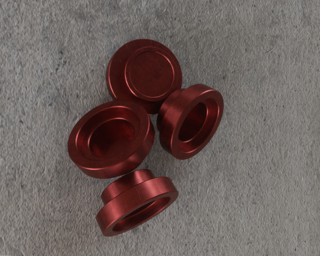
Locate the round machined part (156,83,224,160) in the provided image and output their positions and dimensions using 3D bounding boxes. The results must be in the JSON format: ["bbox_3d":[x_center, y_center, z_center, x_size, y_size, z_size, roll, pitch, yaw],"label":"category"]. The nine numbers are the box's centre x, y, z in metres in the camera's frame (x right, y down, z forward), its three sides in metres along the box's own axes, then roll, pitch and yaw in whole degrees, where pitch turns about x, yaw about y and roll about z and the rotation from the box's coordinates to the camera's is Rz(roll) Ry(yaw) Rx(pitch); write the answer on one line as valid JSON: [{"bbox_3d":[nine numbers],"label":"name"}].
[{"bbox_3d":[0.034,-0.012,0.395,0.099,0.042,0.097,-31,138,-32],"label":"round machined part"}]

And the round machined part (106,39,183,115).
[{"bbox_3d":[-0.016,-0.065,0.394,0.099,0.042,0.097,0,90,-20],"label":"round machined part"}]

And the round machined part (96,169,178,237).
[{"bbox_3d":[-0.031,0.085,0.368,0.099,0.098,0.042,-23,65,-18],"label":"round machined part"}]

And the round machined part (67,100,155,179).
[{"bbox_3d":[-0.053,0.017,0.361,0.098,0.098,0.042,-41,140,-15],"label":"round machined part"}]
